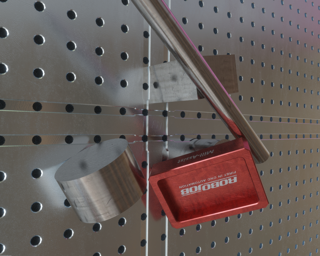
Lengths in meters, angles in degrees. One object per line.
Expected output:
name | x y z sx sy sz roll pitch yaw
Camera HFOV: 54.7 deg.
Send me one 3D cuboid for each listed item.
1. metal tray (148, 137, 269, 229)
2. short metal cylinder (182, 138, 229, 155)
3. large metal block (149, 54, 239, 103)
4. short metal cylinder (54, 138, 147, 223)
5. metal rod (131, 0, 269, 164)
metal tray | 0.062 0.074 0.401 0.030 0.130 0.090 -74 142 -65
short metal cylinder | 0.076 0.056 0.460 0.081 0.050 0.079 0 90 -40
large metal block | 0.045 -0.065 0.413 0.081 0.080 0.050 -13 99 -40
short metal cylinder | -0.061 0.052 0.324 0.081 0.080 0.050 -36 113 -34
metal rod | 0.049 -0.056 0.347 0.300 0.025 0.025 47 62 -30
